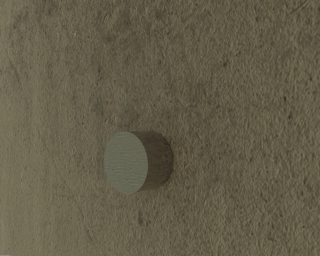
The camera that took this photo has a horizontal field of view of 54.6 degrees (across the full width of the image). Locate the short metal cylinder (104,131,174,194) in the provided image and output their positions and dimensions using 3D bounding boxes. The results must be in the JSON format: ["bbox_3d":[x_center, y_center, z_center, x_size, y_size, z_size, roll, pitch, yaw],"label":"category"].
[{"bbox_3d":[-0.029,0.044,0.414,0.080,0.050,0.080,0,90,40],"label":"short metal cylinder"}]
